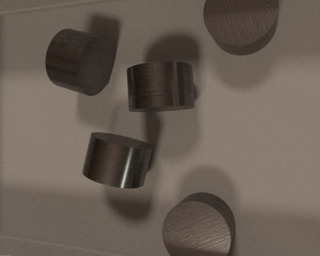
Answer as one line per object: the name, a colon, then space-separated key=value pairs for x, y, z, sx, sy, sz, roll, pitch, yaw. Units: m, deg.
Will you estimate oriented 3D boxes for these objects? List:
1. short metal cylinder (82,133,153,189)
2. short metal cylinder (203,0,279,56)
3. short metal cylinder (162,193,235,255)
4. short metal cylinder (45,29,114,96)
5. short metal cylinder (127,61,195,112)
short metal cylinder: x=-0.054 y=0.040 z=0.399 sx=0.080 sy=0.080 sz=0.050 roll=15 pitch=95 yaw=19
short metal cylinder: x=0.096 y=-0.130 z=0.363 sx=0.080 sy=0.050 sz=0.079 roll=0 pitch=90 yaw=19
short metal cylinder: x=0.049 y=0.124 z=0.379 sx=0.080 sy=0.050 sz=0.079 roll=0 pitch=90 yaw=19
short metal cylinder: x=-0.106 y=-0.088 z=0.417 sx=0.050 sy=0.080 sz=0.080 roll=18 pitch=96 yaw=19
short metal cylinder: x=0.001 y=-0.048 z=0.380 sx=0.080 sy=0.080 sz=0.050 roll=-4 pitch=89 yaw=19
